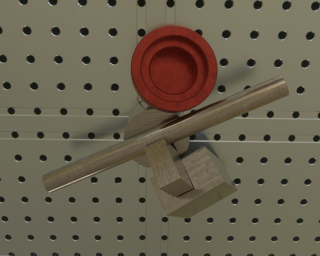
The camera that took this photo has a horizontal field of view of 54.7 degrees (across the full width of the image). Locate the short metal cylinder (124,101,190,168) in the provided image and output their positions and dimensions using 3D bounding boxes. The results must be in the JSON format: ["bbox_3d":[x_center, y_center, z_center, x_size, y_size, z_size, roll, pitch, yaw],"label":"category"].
[{"bbox_3d":[-0.004,0.006,0.401,0.081,0.050,0.079,0,110,-1],"label":"short metal cylinder"}]

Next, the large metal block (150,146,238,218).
[{"bbox_3d":[0.046,0.074,0.404,0.080,0.050,0.080,-33,152,11],"label":"large metal block"}]

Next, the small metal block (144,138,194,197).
[{"bbox_3d":[0.011,0.046,0.352,0.025,0.050,0.050,-28,150,9],"label":"small metal block"}]

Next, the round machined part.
[{"bbox_3d":[0.015,-0.066,0.368,0.099,0.042,0.097,0,88,-6],"label":"round machined part"}]

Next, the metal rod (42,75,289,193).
[{"bbox_3d":[0.000,0.011,0.363,0.301,0.025,0.025,-23,109,7],"label":"metal rod"}]
